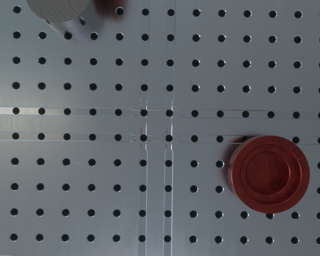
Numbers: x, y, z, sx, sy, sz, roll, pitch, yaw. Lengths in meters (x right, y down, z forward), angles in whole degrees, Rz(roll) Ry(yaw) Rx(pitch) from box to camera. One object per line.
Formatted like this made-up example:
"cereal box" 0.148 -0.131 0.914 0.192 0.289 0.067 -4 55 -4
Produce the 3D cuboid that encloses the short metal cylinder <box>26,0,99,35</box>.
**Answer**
"short metal cylinder" -0.124 -0.167 0.399 0.081 0.050 0.079 0 90 -1

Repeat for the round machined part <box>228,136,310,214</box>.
"round machined part" 0.138 0.058 0.406 0.099 0.042 0.097 0 90 0
